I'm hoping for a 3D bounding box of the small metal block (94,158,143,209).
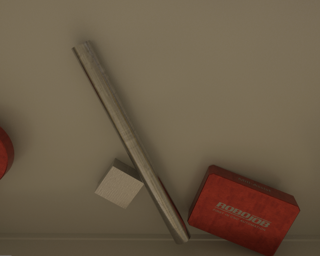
[{"bbox_3d":[-0.056,0.079,0.440,0.050,0.025,0.050,32,107,-12],"label":"small metal block"}]

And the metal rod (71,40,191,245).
[{"bbox_3d":[-0.031,0.029,0.410,0.025,0.025,0.299,-24,104,8],"label":"metal rod"}]

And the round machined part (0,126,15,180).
[{"bbox_3d":[-0.242,0.028,0.409,0.099,0.042,0.097,0,110,-1],"label":"round machined part"}]

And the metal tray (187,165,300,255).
[{"bbox_3d":[0.116,0.118,0.442,0.131,0.030,0.089,21,109,3],"label":"metal tray"}]
